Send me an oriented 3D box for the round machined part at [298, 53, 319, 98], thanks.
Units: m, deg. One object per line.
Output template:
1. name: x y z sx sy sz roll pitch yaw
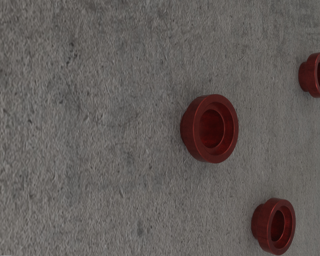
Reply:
1. round machined part: 0.339 -0.114 0.677 0.099 0.042 0.097 0 90 -40

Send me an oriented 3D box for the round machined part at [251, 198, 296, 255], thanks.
1. round machined part: 0.203 0.176 0.564 0.099 0.042 0.097 0 90 -40

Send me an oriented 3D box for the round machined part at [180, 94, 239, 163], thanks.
1. round machined part: 0.067 0.001 0.450 0.099 0.042 0.097 0 90 -40
